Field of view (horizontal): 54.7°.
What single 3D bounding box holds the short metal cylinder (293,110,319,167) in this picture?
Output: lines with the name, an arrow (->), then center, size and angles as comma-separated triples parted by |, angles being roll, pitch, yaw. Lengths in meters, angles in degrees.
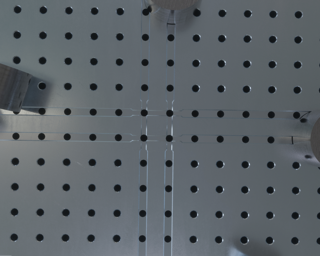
short metal cylinder -> 0.224, 0.014, 0.403 | 0.081, 0.050, 0.079 | 0, 90, 0

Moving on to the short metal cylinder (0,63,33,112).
short metal cylinder -> -0.208, -0.056, 0.384 | 0.080, 0.080, 0.050 | 19, 90, 0

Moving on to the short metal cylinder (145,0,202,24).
short metal cylinder -> 0.018, -0.183, 0.401 | 0.081, 0.050, 0.079 | 0, 90, 0
